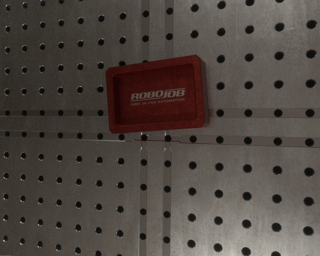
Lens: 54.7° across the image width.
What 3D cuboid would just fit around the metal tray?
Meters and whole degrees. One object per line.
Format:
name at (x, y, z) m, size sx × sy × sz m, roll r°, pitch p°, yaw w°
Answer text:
metal tray at (-0.005, -0.041, 0.410) m, size 0.130 × 0.030 × 0.089 m, roll -4°, pitch 89°, yaw 19°
